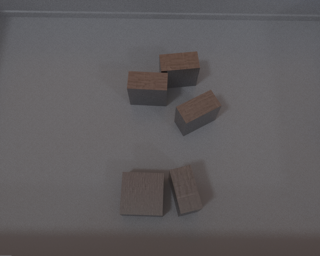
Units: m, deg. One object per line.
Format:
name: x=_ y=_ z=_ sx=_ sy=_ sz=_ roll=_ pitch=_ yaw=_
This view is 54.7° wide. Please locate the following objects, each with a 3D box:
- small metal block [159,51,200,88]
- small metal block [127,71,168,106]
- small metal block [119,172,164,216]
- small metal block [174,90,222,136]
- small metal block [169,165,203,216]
small metal block: x=0.025 y=-0.078 z=0.425 sx=0.050 sy=0.050 sz=0.025 roll=-6 pitch=70 yaw=-2
small metal block: x=-0.016 y=-0.052 z=0.415 sx=0.050 sy=0.050 sz=0.025 roll=3 pitch=70 yaw=1
small metal block: x=-0.021 y=0.082 z=0.379 sx=0.050 sy=0.025 sz=0.050 roll=2 pitch=70 yaw=0
small metal block: x=0.048 y=-0.018 z=0.403 sx=0.050 sy=0.050 sz=0.025 roll=-27 pitch=73 yaw=-9
small metal block: x=0.029 y=0.076 z=0.369 sx=0.025 sy=0.050 sz=0.050 roll=-13 pitch=71 yaw=-5
